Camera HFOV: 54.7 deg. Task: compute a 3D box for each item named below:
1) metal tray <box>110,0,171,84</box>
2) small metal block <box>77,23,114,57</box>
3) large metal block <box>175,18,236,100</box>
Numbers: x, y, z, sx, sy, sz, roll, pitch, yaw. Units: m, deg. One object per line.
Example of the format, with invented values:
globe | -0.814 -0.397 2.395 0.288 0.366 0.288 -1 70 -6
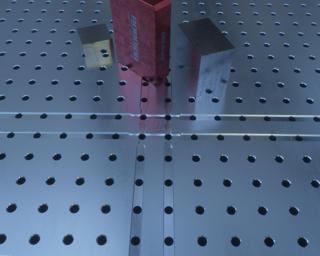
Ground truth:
metal tray | -0.028 -0.138 0.455 0.090 0.129 0.030 36 59 26
small metal block | -0.111 -0.152 0.534 0.050 0.025 0.050 -16 52 -13
large metal block | 0.062 -0.102 0.459 0.050 0.080 0.080 -16 52 -13
